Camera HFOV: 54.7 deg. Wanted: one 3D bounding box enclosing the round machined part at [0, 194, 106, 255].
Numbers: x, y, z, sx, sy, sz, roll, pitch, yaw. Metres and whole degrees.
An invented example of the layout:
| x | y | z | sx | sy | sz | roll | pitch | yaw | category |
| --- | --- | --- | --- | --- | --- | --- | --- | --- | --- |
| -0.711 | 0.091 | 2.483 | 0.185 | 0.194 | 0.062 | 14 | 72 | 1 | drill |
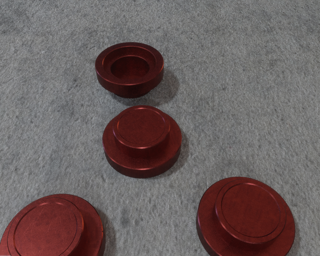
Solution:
| x | y | z | sx | sy | sz | roll | pitch | yaw | category |
| --- | --- | --- | --- | --- | --- | --- | --- | --- | --- |
| -0.105 | 0.107 | 0.301 | 0.099 | 0.042 | 0.098 | 0 | 50 | 0 | round machined part |

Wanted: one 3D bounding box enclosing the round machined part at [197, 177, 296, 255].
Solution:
| x | y | z | sx | sy | sz | roll | pitch | yaw | category |
| --- | --- | --- | --- | --- | --- | --- | --- | --- | --- |
| 0.088 | 0.092 | 0.316 | 0.099 | 0.042 | 0.098 | 0 | 50 | 0 | round machined part |

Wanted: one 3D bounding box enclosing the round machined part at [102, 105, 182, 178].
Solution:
| x | y | z | sx | sy | sz | roll | pitch | yaw | category |
| --- | --- | --- | --- | --- | --- | --- | --- | --- | --- |
| -0.022 | 0.010 | 0.384 | 0.099 | 0.042 | 0.098 | 0 | 50 | 0 | round machined part |

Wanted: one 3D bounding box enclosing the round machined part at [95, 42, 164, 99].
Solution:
| x | y | z | sx | sy | sz | roll | pitch | yaw | category |
| --- | --- | --- | --- | --- | --- | --- | --- | --- | --- |
| -0.044 | -0.082 | 0.460 | 0.099 | 0.042 | 0.098 | 0 | 50 | 0 | round machined part |
